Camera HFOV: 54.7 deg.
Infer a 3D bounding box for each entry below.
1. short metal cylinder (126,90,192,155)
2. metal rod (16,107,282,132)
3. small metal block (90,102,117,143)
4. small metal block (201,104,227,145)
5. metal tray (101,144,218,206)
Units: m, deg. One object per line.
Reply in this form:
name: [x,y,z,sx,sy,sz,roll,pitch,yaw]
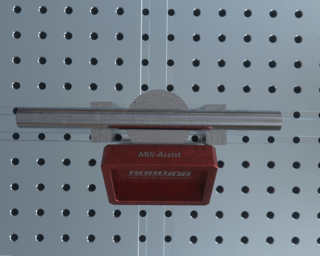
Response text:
short metal cylinder: [-0.002,-0.007,0.400,0.081,0.050,0.080,0,90,0]
metal rod: [-0.012,-0.010,0.363,0.302,0.025,0.025,1,90,0]
small metal block: [-0.071,-0.007,0.400,0.025,0.050,0.050,-1,90,0]
small metal block: [0.068,-0.004,0.401,0.025,0.050,0.050,-1,90,0]
metal tray: [-0.001,0.060,0.383,0.131,0.089,0.030,0,47,0]
